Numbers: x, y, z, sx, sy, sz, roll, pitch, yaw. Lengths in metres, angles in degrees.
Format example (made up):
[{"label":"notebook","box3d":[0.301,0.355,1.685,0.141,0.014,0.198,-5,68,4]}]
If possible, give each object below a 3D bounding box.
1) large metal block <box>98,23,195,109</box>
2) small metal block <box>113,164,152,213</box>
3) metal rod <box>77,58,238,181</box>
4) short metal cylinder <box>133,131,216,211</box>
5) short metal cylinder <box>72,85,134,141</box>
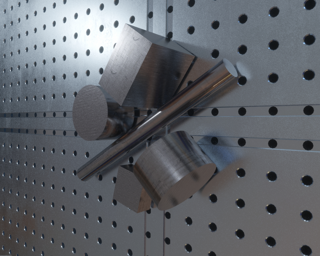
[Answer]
[{"label":"large metal block","box3d":[-0.016,-0.072,0.382,0.050,0.081,0.080,44,116,31]},{"label":"small metal block","box3d":[-0.036,0.083,0.434,0.050,0.025,0.050,20,102,38]},{"label":"metal rod","box3d":[-0.024,0.005,0.424,0.299,0.025,0.025,-35,69,34]},{"label":"short metal cylinder","box3d":[0.017,0.049,0.355,0.050,0.081,0.080,51,120,27]},{"label":"short metal cylinder","box3d":[-0.084,-0.022,0.458,0.080,0.050,0.079,0,90,40]}]
